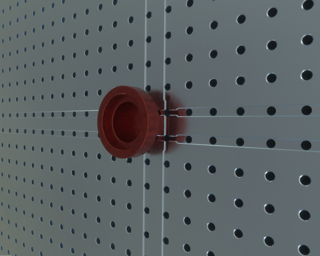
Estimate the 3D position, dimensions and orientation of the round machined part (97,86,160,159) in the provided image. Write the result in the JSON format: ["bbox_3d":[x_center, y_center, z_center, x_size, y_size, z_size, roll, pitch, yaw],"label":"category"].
[{"bbox_3d":[-0.039,-0.008,0.428,0.098,0.042,0.097,0,90,39],"label":"round machined part"}]
